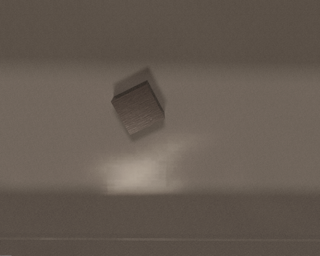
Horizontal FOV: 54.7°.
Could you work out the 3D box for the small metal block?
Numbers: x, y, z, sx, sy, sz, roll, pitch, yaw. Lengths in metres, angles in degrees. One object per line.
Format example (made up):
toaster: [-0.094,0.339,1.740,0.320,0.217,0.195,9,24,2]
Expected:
small metal block: [-0.028,-0.027,0.401,0.050,0.025,0.050,-25,109,8]
